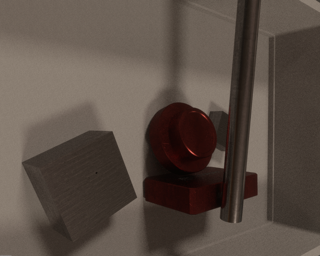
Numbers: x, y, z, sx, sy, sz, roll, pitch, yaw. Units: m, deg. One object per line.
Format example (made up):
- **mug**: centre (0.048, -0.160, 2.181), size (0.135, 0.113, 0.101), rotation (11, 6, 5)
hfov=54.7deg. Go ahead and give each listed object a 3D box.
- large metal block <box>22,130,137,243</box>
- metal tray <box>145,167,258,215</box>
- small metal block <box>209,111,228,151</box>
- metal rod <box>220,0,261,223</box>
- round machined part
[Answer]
- **large metal block**: centre (-0.081, 0.055, 0.324), size (0.081, 0.050, 0.080), rotation (-29, 109, -36)
- **metal tray**: centre (0.057, 0.078, 0.414), size (0.131, 0.090, 0.030), rotation (-3, 92, -40)
- **small metal block**: centre (0.098, 0.006, 0.492), size (0.050, 0.025, 0.050), rotation (28, 73, -37)
- **metal rod**: centre (0.092, -0.042, 0.350), size (0.025, 0.025, 0.298), rotation (0, 96, -40)
- **round machined part**: centre (0.038, 0.011, 0.412), size (0.099, 0.042, 0.098), rotation (17, 63, -35)
